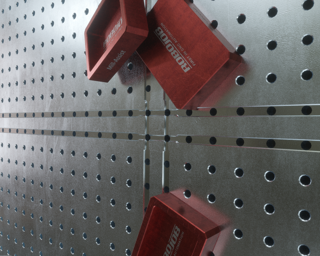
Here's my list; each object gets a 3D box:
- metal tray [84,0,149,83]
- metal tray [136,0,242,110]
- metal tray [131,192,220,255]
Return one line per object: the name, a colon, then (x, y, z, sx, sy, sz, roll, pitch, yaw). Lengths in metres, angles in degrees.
metal tray: (-0.066, -0.132, 0.427, 0.129, 0.030, 0.090, -34, 59, 51)
metal tray: (0.026, -0.097, 0.383, 0.090, 0.030, 0.130, -47, 62, 29)
metal tray: (0.012, 0.161, 0.394, 0.090, 0.030, 0.129, 28, 107, 36)
